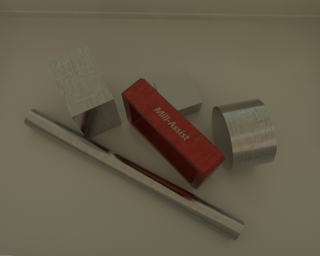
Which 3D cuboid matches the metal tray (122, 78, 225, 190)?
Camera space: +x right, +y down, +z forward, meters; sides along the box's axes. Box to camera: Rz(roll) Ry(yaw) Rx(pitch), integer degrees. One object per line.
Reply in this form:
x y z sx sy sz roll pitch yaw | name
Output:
0.012 0.010 0.369 0.030 0.090 0.130 -42 76 -14 | metal tray

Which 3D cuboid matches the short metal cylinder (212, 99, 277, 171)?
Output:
0.099 0.008 0.377 0.050 0.080 0.080 -11 71 -3 | short metal cylinder

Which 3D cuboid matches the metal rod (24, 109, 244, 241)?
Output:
-0.039 0.054 0.388 0.301 0.025 0.025 27 72 9 | metal rod

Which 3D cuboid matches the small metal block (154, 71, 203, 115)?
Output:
0.024 -0.044 0.423 0.050 0.025 0.050 -19 71 -7 | small metal block

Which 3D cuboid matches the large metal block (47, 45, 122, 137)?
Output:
-0.092 -0.042 0.393 0.050 0.080 0.080 -25 72 -9 | large metal block
